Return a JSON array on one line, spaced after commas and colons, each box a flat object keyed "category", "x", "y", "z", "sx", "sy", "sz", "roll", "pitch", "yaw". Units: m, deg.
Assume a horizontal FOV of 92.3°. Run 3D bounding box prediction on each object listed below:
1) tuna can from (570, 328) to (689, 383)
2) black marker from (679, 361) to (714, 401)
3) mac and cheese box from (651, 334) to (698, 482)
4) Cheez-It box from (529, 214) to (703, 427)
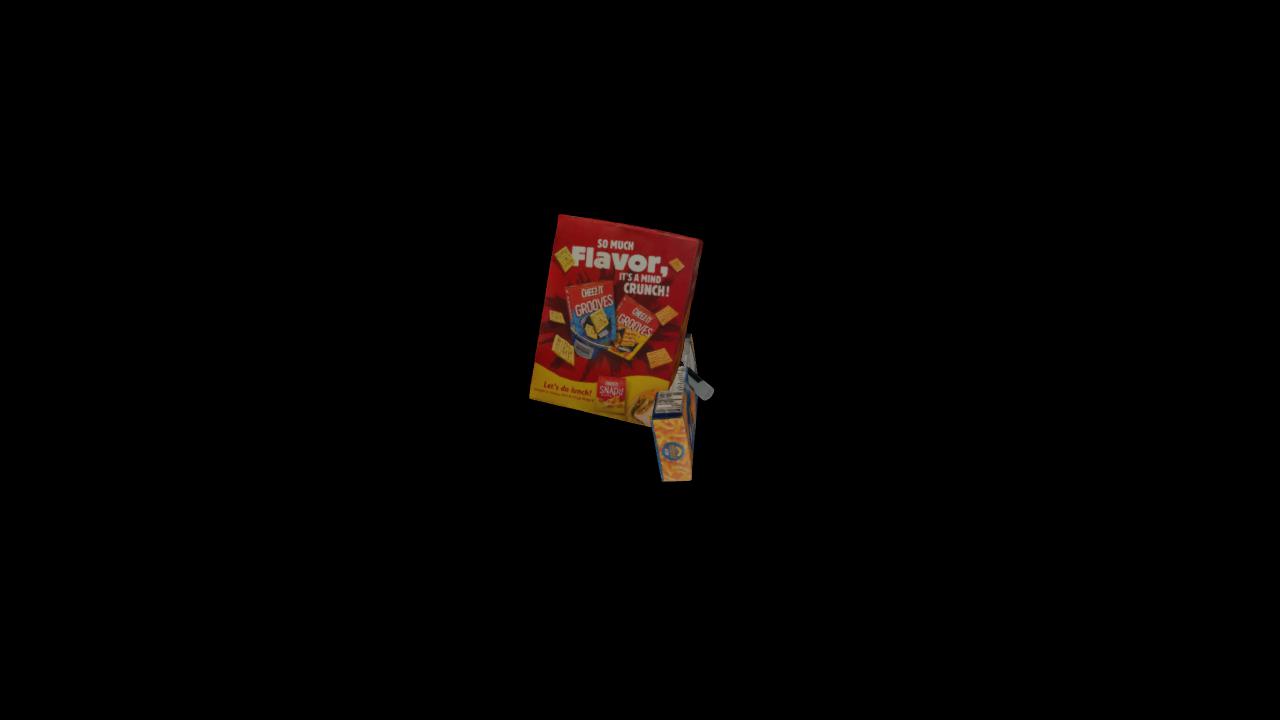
[{"category": "tuna can", "x": -0.050, "y": -0.027, "z": 0.733, "sx": 0.084, "sy": 0.034, "sz": 0.084, "roll": 14, "pitch": 32, "yaw": -9}, {"category": "black marker", "x": 0.044, "y": 0.006, "z": 0.748, "sx": 0.020, "sy": 0.020, "sz": 0.121, "roll": 0, "pitch": 34, "yaw": -46}, {"category": "mac and cheese box", "x": 0.046, "y": 0.052, "z": 0.750, "sx": 0.041, "sy": 0.093, "sz": 0.184, "roll": -3, "pitch": 32, "yaw": 10}, {"category": "Cheez-It box", "x": -0.029, "y": -0.046, "z": 0.724, "sx": 0.166, "sy": 0.223, "sz": 0.071, "roll": 12, "pitch": 12, "yaw": 9}]
